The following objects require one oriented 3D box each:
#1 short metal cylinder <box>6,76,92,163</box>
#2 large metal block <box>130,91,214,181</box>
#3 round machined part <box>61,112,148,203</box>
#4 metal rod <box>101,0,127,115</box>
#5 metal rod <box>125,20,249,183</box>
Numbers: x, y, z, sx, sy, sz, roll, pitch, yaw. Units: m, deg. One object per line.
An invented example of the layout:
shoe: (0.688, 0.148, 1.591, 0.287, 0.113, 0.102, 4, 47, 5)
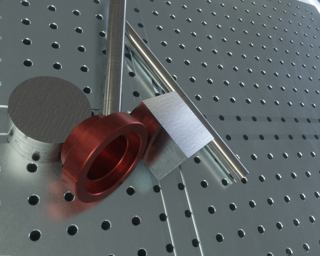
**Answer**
short metal cylinder: (-0.120, -0.009, 0.333, 0.081, 0.050, 0.080, 14, 56, -21)
large metal block: (0.009, 0.006, 0.380, 0.080, 0.050, 0.080, 52, 32, 8)
round machined part: (-0.061, 0.025, 0.319, 0.042, 0.097, 0.099, 35, 47, 24)
metal rod: (-0.061, -0.121, 0.427, 0.025, 0.025, 0.299, 10, 64, -23)
metal rod: (0.023, -0.049, 0.451, 0.025, 0.025, 0.300, -31, 79, -38)
